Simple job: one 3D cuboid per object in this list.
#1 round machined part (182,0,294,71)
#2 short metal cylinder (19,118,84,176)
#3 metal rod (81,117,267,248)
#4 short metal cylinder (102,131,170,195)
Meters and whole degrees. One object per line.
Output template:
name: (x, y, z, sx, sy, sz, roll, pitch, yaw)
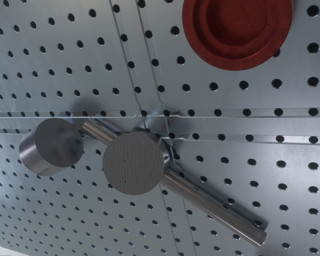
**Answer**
round machined part: (0.074, -0.108, 0.294, 0.098, 0.042, 0.097, 13, 124, 21)
short metal cylinder: (-0.168, 0.030, 0.483, 0.050, 0.080, 0.080, -27, 104, 37)
metal rod: (0.016, 0.075, 0.449, 0.301, 0.025, 0.025, 33, 129, 6)
short metal cylinder: (-0.030, 0.045, 0.416, 0.080, 0.050, 0.079, 0, 92, 9)
